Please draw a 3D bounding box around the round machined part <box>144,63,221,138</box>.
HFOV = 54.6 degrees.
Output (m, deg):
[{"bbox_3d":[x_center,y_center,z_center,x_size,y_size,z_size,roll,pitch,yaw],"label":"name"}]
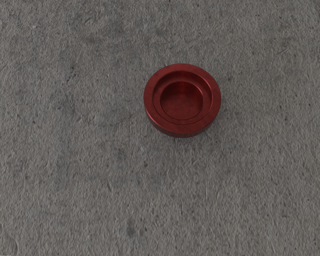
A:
[{"bbox_3d":[0.028,-0.033,0.411,0.099,0.042,0.098,0,70,0],"label":"round machined part"}]
